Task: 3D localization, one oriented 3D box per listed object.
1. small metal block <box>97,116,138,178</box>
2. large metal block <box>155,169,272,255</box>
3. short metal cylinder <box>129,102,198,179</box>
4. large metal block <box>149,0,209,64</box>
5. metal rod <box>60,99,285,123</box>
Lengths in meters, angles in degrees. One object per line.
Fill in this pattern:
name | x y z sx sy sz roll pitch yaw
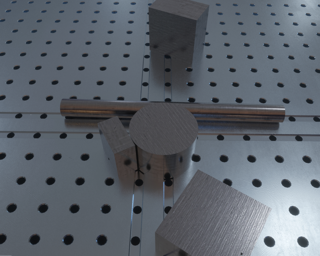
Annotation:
small metal block | -0.051 0.023 0.372 0.025 0.050 0.050 -22 54 -18
large metal block | 0.051 0.101 0.307 0.080 0.050 0.080 27 55 20
short metal cylinder | 0.004 0.015 0.379 0.081 0.050 0.080 0 50 0
large metal block | 0.030 -0.163 0.510 0.080 0.080 0.050 22 53 17
metal rod | 0.017 -0.024 0.427 0.302 0.025 0.025 2 50 1
